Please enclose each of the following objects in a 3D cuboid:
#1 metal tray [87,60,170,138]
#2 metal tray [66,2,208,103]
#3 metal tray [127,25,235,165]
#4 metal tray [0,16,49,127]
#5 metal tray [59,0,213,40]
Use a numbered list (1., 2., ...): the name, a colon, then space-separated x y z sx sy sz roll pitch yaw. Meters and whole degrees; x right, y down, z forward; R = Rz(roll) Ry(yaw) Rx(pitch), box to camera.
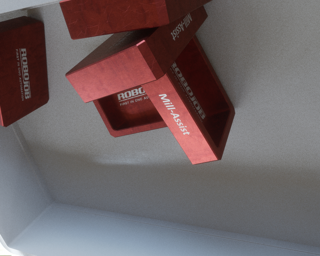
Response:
1. metal tray: -0.025 -0.042 0.392 0.130 0.030 0.090 -12 113 33
2. metal tray: -0.017 -0.080 0.291 0.090 0.130 0.030 -12 121 35
3. metal tray: 0.029 -0.039 0.315 0.030 0.090 0.130 -17 119 35
4. metal tray: -0.198 -0.077 0.423 0.030 0.090 0.129 22 127 15
5. metal tray: -0.011 -0.114 0.276 0.090 0.131 0.030 1 119 28
